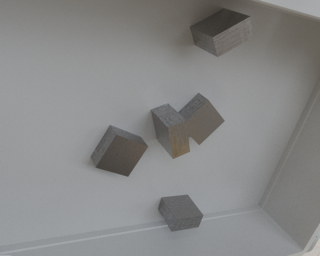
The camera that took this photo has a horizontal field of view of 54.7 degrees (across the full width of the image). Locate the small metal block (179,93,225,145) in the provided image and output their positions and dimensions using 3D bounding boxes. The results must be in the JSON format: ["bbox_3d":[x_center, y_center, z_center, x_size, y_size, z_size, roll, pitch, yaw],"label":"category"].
[{"bbox_3d":[0.054,-0.012,0.431,0.050,0.025,0.050,-44,129,2],"label":"small metal block"}]

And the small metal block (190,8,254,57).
[{"bbox_3d":[0.071,-0.113,0.362,0.050,0.050,0.025,-31,129,-9],"label":"small metal block"}]

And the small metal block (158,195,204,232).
[{"bbox_3d":[0.032,0.134,0.493,0.050,0.050,0.025,1,118,-29],"label":"small metal block"}]

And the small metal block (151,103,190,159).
[{"bbox_3d":[0.014,0.003,0.402,0.025,0.050,0.050,-22,127,-16],"label":"small metal block"}]

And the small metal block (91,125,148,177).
[{"bbox_3d":[-0.052,0.030,0.399,0.050,0.025,0.050,24,105,-37],"label":"small metal block"}]
